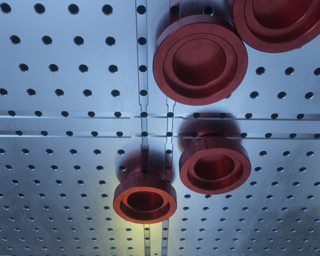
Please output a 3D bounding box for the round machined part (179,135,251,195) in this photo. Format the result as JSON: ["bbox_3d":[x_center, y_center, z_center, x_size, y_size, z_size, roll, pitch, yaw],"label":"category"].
[{"bbox_3d":[0.076,0.048,0.442,0.099,0.042,0.097,0,130,0],"label":"round machined part"}]

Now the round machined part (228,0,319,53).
[{"bbox_3d":[0.113,-0.125,0.294,0.099,0.042,0.097,-1,129,-1],"label":"round machined part"}]

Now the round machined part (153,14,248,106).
[{"bbox_3d":[0.042,-0.075,0.336,0.099,0.042,0.097,0,130,0],"label":"round machined part"}]

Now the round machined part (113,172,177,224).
[{"bbox_3d":[-0.023,0.107,0.491,0.099,0.042,0.097,0,130,0],"label":"round machined part"}]
